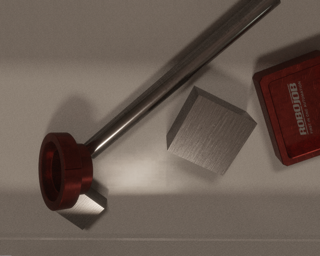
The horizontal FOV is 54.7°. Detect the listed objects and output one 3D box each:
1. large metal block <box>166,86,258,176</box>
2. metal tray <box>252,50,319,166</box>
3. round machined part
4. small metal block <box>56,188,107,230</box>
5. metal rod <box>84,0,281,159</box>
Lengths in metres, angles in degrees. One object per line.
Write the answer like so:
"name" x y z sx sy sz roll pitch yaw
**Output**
"large metal block" 0.063 0.003 0.400 0.080 0.050 0.080 25 108 -10
"metal tray" 0.184 -0.024 0.402 0.090 0.030 0.129 -21 109 7
"round machined part" -0.120 0.054 0.401 0.042 0.098 0.097 0 115 -38
"small metal block" -0.115 0.112 0.451 0.050 0.025 0.050 41 105 -14
"metal rod" 0.017 -0.061 0.389 0.300 0.025 0.025 -39 106 12
